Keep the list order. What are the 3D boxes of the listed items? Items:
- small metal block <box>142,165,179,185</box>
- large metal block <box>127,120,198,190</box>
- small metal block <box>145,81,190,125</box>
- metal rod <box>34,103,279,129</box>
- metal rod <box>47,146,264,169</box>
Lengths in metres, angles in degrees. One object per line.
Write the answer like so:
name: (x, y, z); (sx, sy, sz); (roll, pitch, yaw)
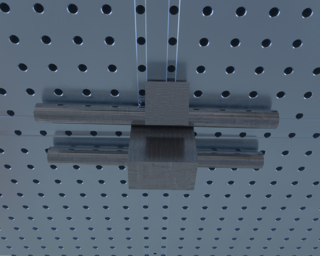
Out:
small metal block: (0.000, 0.069, 0.450); (0.050, 0.025, 0.050); (2, 168, -2)
large metal block: (0.003, 0.032, 0.397); (0.081, 0.080, 0.050); (1, 130, -2)
small metal block: (0.008, -0.029, 0.367); (0.050, 0.025, 0.050); (1, 96, -1)
metal rod: (-0.002, -0.015, 0.393); (0.302, 0.025, 0.025); (2, 130, -2)
metal rod: (-0.005, 0.043, 0.444); (0.302, 0.025, 0.025); (2, 130, -2)
